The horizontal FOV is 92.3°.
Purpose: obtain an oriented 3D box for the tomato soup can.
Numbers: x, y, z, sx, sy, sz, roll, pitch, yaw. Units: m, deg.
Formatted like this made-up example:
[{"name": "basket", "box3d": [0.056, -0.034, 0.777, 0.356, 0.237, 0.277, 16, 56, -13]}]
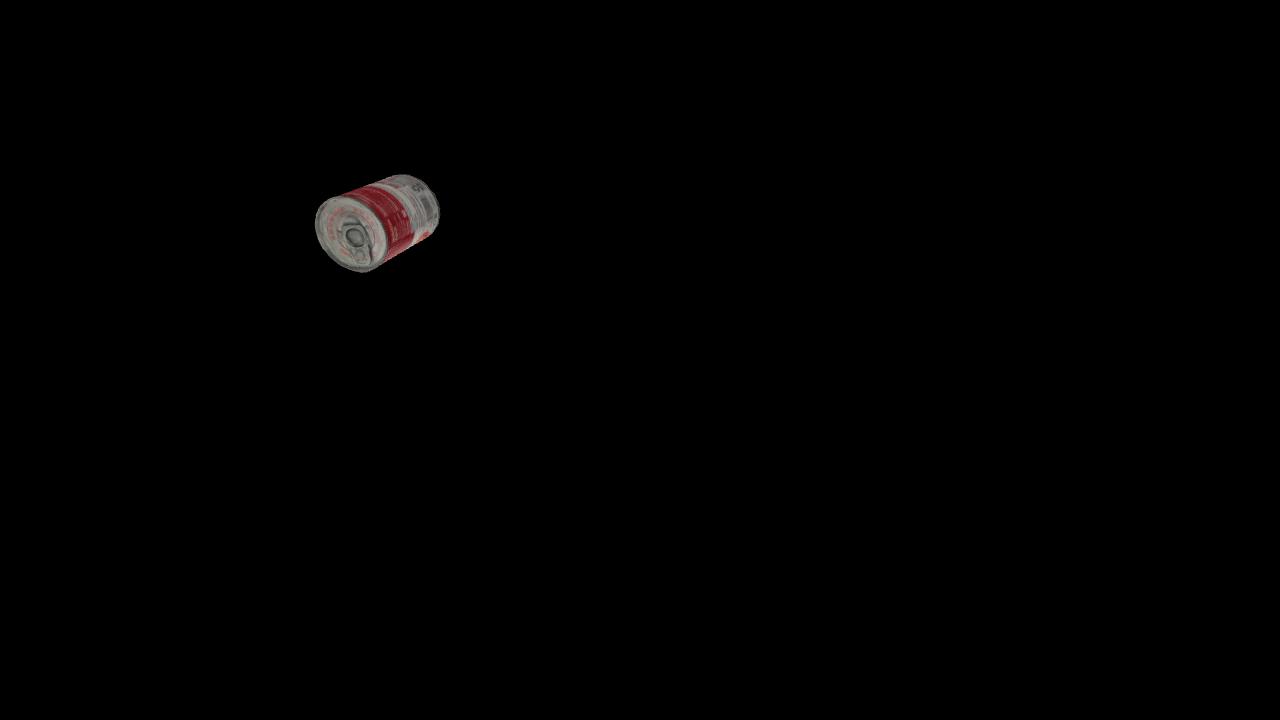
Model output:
[{"name": "tomato soup can", "box3d": [-0.239, -0.131, 0.572, 0.068, 0.068, 0.101, 0, 28, 12]}]
